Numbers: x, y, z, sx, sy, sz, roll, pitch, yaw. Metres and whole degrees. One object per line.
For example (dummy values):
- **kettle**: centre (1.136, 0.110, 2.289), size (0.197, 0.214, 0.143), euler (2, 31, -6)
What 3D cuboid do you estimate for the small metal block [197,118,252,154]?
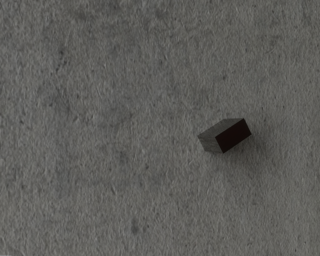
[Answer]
- **small metal block**: centre (0.088, 0.010, 0.428), size (0.050, 0.050, 0.025), euler (-31, 100, -17)
